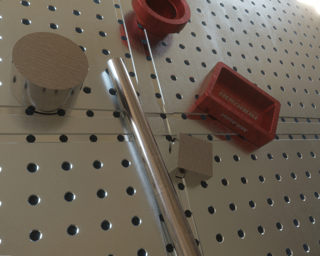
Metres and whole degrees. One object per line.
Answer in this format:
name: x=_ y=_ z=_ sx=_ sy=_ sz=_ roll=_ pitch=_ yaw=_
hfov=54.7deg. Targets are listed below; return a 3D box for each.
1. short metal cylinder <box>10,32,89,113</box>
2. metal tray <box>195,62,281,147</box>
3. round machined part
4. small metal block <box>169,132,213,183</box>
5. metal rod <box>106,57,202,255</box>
short metal cylinder: x=-0.130 y=-0.064 z=0.362 sx=0.081 sy=0.050 sz=0.080 roll=14 pitch=56 yaw=-21
metal tray: x=0.130 y=-0.039 z=0.501 sx=0.130 sy=0.030 sz=0.090 roll=33 pitch=51 yaw=-7
round machined part: x=-0.002 y=-0.194 z=0.517 sx=0.099 sy=0.042 sz=0.098 roll=14 pitch=56 yaw=-21
small metal block: x=0.041 y=0.040 z=0.408 sx=0.050 sy=0.025 sz=0.050 roll=18 pitch=54 yaw=-18
metal rod: x=-0.009 y=0.040 z=0.380 sx=0.025 sy=0.025 sz=0.299 roll=-9 pitch=66 yaw=-32
